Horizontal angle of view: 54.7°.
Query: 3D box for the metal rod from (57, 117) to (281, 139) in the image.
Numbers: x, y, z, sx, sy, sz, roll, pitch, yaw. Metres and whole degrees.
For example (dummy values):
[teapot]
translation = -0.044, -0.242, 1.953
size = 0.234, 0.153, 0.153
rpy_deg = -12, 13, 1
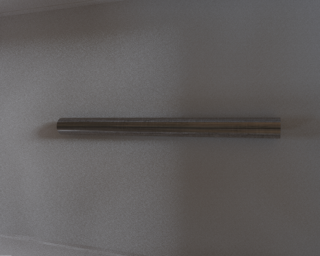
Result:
[metal rod]
translation = -0.003, -0.001, 0.408
size = 0.301, 0.025, 0.025
rpy_deg = 1, 90, 19
